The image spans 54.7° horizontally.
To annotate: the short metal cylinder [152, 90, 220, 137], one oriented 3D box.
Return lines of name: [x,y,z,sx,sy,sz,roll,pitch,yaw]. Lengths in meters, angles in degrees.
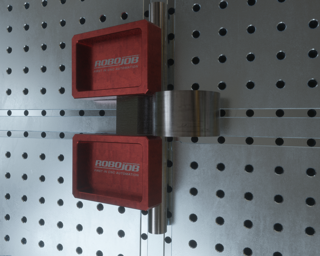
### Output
short metal cylinder: [0.031,-0.016,0.369,0.080,0.080,0.050,0,90,20]

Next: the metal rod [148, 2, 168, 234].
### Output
metal rod: [-0.003,-0.013,0.409,0.025,0.025,0.298,0,90,20]

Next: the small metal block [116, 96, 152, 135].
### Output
small metal block: [-0.034,-0.016,0.409,0.050,0.025,0.050,1,91,51]

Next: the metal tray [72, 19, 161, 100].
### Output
metal tray: [-0.061,-0.085,0.413,0.130,0.030,0.089,0,90,32]

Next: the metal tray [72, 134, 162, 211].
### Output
metal tray: [-0.060,0.054,0.412,0.130,0.030,0.089,1,90,32]
